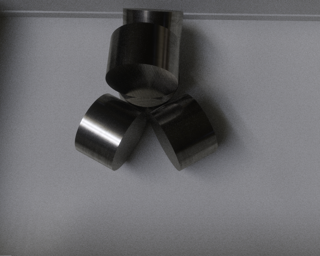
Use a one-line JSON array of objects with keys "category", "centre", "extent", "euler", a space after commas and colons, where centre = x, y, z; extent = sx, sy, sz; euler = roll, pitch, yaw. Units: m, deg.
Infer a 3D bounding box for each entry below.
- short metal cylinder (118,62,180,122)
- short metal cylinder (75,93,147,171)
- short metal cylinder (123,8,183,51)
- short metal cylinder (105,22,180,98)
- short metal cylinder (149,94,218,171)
[{"category": "short metal cylinder", "centre": [-0.015, -0.055, 0.413], "extent": [0.081, 0.050, 0.080], "euler": [0, 70, 0]}, {"category": "short metal cylinder", "centre": [-0.058, 0.005, 0.376], "extent": [0.050, 0.080, 0.080], "euler": [28, 72, 10]}, {"category": "short metal cylinder", "centre": [-0.010, -0.134, 0.421], "extent": [0.080, 0.080, 0.050], "euler": [4, 113, 1]}, {"category": "short metal cylinder", "centre": [-0.018, -0.074, 0.352], "extent": [0.080, 0.080, 0.050], "euler": [3, 70, 1]}, {"category": "short metal cylinder", "centre": [0.027, 0.005, 0.377], "extent": [0.050, 0.080, 0.080], "euler": [-27, 73, -9]}]
